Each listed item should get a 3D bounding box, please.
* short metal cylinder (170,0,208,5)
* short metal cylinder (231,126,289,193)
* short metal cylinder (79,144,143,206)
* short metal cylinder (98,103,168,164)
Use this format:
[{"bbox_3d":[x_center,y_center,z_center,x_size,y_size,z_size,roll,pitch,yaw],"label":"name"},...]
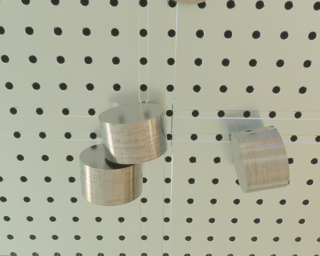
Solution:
[{"bbox_3d":[0.032,-0.176,0.335,0.081,0.050,0.079,0,110,0],"label":"short metal cylinder"},{"bbox_3d":[0.126,0.040,0.400,0.050,0.080,0.079,-10,110,4],"label":"short metal cylinder"},{"bbox_3d":[-0.062,0.058,0.405,0.081,0.080,0.050,2,110,-1],"label":"short metal cylinder"},{"bbox_3d":[-0.032,0.004,0.385,0.080,0.080,0.050,-5,110,2],"label":"short metal cylinder"}]
